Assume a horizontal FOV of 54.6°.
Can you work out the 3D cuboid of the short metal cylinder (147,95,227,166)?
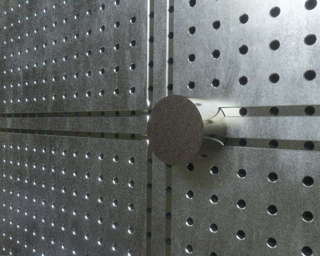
[{"bbox_3d":[0.031,0.002,0.368,0.080,0.050,0.080,0,90,40],"label":"short metal cylinder"}]
